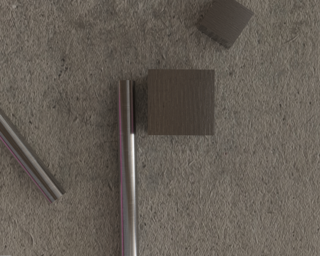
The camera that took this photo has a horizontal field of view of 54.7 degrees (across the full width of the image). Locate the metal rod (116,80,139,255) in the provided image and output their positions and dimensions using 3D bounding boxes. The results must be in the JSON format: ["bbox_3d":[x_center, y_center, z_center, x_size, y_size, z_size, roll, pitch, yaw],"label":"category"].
[{"bbox_3d":[-0.042,0.088,0.409,0.025,0.025,0.298,-1,90,-1],"label":"metal rod"}]

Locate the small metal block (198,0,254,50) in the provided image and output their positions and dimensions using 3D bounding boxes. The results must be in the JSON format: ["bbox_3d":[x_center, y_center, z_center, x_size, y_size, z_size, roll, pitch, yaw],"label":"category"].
[{"bbox_3d":[0.087,-0.141,0.411,0.050,0.025,0.050,34,90,-1],"label":"small metal block"}]

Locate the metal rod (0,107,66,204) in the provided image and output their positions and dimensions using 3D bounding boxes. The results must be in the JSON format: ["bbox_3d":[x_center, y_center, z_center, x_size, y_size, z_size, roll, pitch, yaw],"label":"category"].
[{"bbox_3d":[-0.225,-0.026,0.406,0.025,0.025,0.299,-38,91,0],"label":"metal rod"}]

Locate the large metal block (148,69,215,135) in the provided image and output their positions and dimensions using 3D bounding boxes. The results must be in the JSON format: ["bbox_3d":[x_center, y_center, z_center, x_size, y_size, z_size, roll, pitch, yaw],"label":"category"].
[{"bbox_3d":[0.025,-0.031,0.398,0.081,0.050,0.079,0,90,-1],"label":"large metal block"}]
